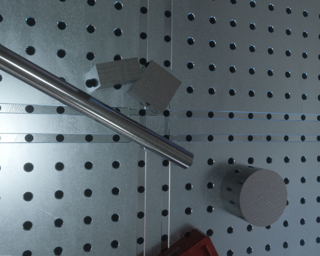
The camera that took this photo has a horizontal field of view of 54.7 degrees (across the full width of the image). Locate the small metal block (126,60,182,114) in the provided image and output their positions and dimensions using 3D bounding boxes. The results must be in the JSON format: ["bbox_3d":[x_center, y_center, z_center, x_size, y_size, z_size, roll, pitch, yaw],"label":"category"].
[{"bbox_3d":[-0.008,-0.053,0.411,0.050,0.025,0.050,35,79,-17],"label":"small metal block"}]

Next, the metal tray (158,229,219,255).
[{"bbox_3d":[0.026,0.213,0.420,0.131,0.030,0.090,-29,100,-18],"label":"metal tray"}]

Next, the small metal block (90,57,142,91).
[{"bbox_3d":[-0.055,-0.066,0.380,0.050,0.050,0.025,-15,95,-20],"label":"small metal block"}]

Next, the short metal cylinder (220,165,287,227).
[{"bbox_3d":[0.136,0.097,0.451,0.081,0.050,0.079,0,90,-21],"label":"short metal cylinder"}]

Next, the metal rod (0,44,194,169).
[{"bbox_3d":[-0.085,-0.026,0.381,0.301,0.025,0.025,30,80,-18],"label":"metal rod"}]
